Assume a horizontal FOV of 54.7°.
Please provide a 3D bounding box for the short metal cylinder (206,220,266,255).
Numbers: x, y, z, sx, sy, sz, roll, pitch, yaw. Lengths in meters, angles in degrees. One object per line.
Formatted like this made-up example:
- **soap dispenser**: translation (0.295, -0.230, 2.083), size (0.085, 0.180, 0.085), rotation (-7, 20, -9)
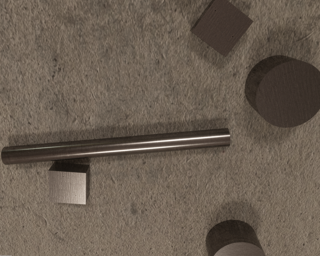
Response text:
- **short metal cylinder**: translation (0.113, 0.187, 0.467), size (0.081, 0.050, 0.079), rotation (0, 110, -1)

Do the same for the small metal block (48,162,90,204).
- **small metal block**: translation (-0.127, 0.078, 0.437), size (0.050, 0.025, 0.050), rotation (4, 110, -2)

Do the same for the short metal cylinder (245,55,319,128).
- **short metal cylinder**: translation (0.151, -0.046, 0.382), size (0.081, 0.050, 0.079), rotation (0, 110, -1)

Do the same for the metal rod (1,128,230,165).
- **metal rod**: translation (-0.059, 0.025, 0.418), size (0.302, 0.025, 0.025), rotation (-5, 110, 1)

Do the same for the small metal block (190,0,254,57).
- **small metal block**: translation (0.072, -0.121, 0.366), size (0.050, 0.025, 0.050), rotation (34, 106, -12)
